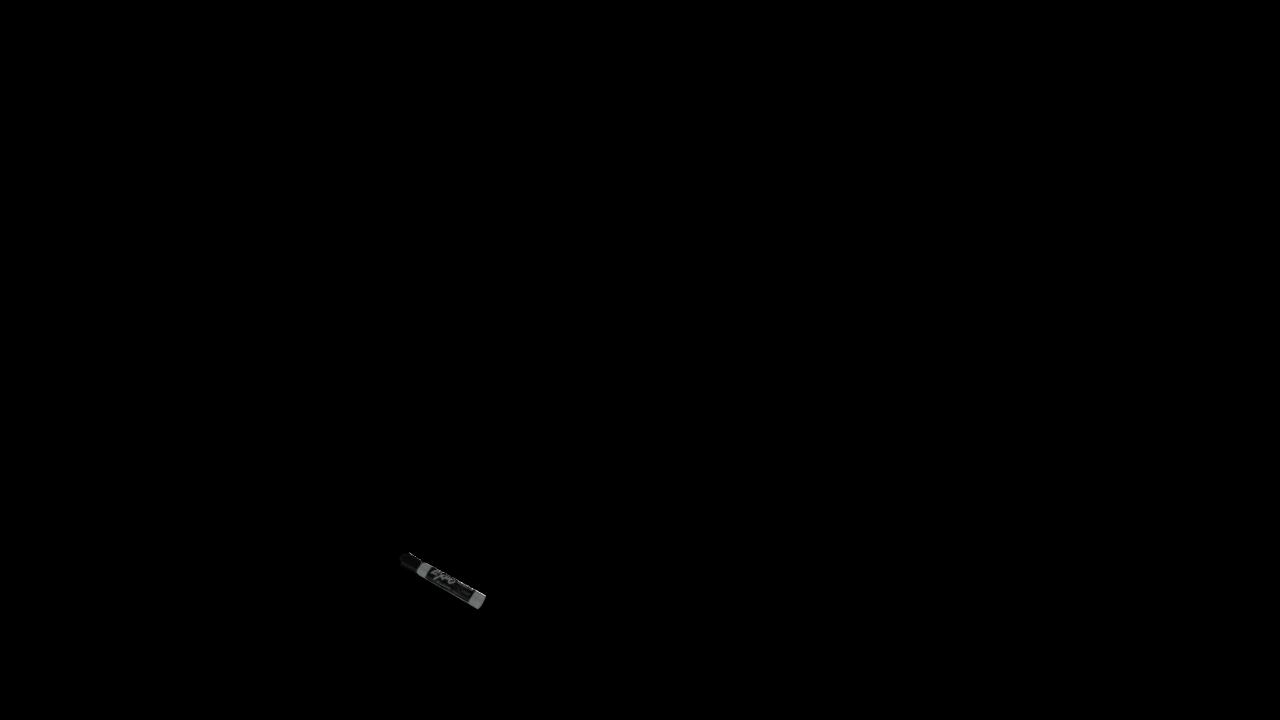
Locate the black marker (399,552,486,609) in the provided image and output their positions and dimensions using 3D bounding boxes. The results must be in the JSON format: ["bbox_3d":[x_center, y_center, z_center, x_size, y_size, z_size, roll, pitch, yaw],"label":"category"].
[{"bbox_3d":[-0.254,0.281,0.787,0.121,0.020,0.020,27,2,4],"label":"black marker"}]
